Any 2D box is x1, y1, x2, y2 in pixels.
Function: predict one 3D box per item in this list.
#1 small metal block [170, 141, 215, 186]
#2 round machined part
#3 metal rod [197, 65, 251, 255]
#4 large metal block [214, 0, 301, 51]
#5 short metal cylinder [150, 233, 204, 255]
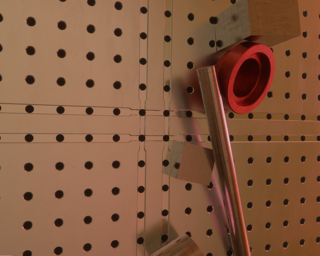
[{"bbox_3d":[0.047,0.049,0.431,0.050,0.025,0.050,16,85,-20],"label":"small metal block"},{"bbox_3d":[0.112,-0.072,0.432,0.099,0.042,0.097,-19,124,-32],"label":"round machined part"},{"bbox_3d":[0.092,0.064,0.426,0.025,0.025,0.298,-18,105,-19],"label":"metal rod"},{"bbox_3d":[0.133,-0.143,0.434,0.081,0.080,0.050,-7,91,-20],"label":"large metal block"},{"bbox_3d":[0.030,0.184,0.396,0.050,0.080,0.080,-27,99,-18],"label":"short metal cylinder"}]
